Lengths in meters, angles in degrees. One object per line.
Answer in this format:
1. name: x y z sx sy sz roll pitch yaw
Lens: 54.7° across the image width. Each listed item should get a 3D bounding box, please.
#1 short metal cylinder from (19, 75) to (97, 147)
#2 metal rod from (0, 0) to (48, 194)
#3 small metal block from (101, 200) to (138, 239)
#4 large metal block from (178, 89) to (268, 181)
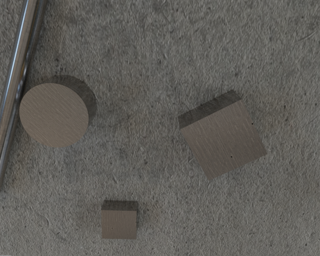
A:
1. short metal cylinder: -0.124 -0.022 0.387 0.081 0.050 0.079 0 110 0
2. metal rod: -0.189 -0.034 0.395 0.025 0.025 0.298 20 109 -8
3. small metal block: -0.059 0.136 0.459 0.050 0.025 0.050 2 110 -1
4. large metal block: 0.079 0.008 0.400 0.080 0.050 0.080 -27 108 9
